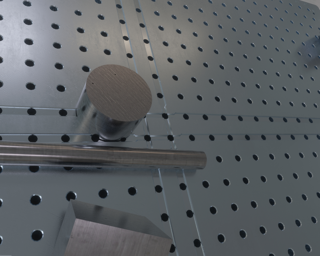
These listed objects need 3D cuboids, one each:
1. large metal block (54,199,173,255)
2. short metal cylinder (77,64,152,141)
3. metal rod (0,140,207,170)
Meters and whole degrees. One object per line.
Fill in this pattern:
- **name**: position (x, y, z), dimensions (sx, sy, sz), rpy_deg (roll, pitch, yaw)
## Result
- **large metal block**: position (-0.046, 0.104, 0.276), dimensions (0.081, 0.080, 0.050), rpy_deg (19, 82, -17)
- **short metal cylinder**: position (-0.057, -0.031, 0.381), dimensions (0.081, 0.050, 0.080), rpy_deg (14, 56, -21)
- **metal rod**: position (-0.081, 0.031, 0.345), dimensions (0.302, 0.025, 0.025), rpy_deg (5, 60, -26)
